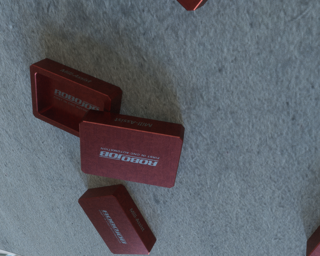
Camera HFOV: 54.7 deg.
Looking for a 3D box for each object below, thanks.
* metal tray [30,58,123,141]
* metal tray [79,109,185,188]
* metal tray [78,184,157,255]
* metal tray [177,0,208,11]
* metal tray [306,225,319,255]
[{"bbox_3d":[-0.122,-0.035,0.443,0.130,0.030,0.089,23,127,13],"label":"metal tray"},{"bbox_3d":[-0.039,0.029,0.416,0.131,0.030,0.089,10,125,2],"label":"metal tray"},{"bbox_3d":[-0.074,0.163,0.541,0.090,0.030,0.129,-15,111,34],"label":"metal tray"},{"bbox_3d":[0.039,-0.183,0.269,0.090,0.030,0.129,43,129,-3],"label":"metal tray"},{"bbox_3d":[0.241,0.128,0.356,0.090,0.030,0.129,23,127,13],"label":"metal tray"}]
